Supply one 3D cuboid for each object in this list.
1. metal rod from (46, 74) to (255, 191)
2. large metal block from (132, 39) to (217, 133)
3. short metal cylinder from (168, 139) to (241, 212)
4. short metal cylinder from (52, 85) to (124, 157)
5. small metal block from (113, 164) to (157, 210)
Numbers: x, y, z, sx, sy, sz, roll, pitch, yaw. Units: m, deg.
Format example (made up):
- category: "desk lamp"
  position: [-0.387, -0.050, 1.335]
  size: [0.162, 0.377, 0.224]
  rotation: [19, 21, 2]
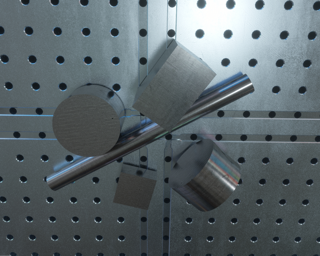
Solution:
- category: "metal rod"
  position: [-0.019, 0.010, 0.413]
  size: [0.301, 0.025, 0.025]
  rotation: [-27, 108, 9]
- category: "large metal block"
  position: [0.014, -0.053, 0.361]
  size: [0.050, 0.080, 0.080]
  rotation: [35, 106, -12]
- category: "short metal cylinder"
  position: [0.057, 0.060, 0.403]
  size: [0.050, 0.080, 0.080]
  rotation: [42, 105, -14]
- category: "short metal cylinder"
  position: [-0.087, -0.010, 0.391]
  size: [0.081, 0.050, 0.079]
  rotation: [0, 110, 0]
- category: "small metal block"
  position: [-0.035, 0.084, 0.440]
  size: [0.050, 0.025, 0.050]
  rotation: [14, 109, -6]
